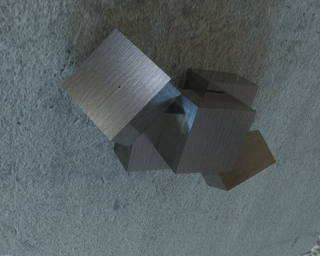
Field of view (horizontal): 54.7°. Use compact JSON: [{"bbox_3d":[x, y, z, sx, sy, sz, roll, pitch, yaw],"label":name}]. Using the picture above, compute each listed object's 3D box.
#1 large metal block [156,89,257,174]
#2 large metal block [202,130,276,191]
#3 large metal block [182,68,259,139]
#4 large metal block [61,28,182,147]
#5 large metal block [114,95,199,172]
[{"bbox_3d":[0.051,0.004,0.357,0.081,0.050,0.079,2,118,-30],"label":"large metal block"},{"bbox_3d":[0.105,0.046,0.452,0.080,0.080,0.050,-28,90,-11],"label":"large metal block"},{"bbox_3d":[0.073,-0.031,0.415,0.081,0.050,0.079,0,119,-29],"label":"large metal block"},{"bbox_3d":[-0.038,-0.039,0.320,0.080,0.080,0.050,-46,163,3],"label":"large metal block"},{"bbox_3d":[-0.006,0.006,0.391,0.081,0.050,0.079,0,119,-29],"label":"large metal block"}]
